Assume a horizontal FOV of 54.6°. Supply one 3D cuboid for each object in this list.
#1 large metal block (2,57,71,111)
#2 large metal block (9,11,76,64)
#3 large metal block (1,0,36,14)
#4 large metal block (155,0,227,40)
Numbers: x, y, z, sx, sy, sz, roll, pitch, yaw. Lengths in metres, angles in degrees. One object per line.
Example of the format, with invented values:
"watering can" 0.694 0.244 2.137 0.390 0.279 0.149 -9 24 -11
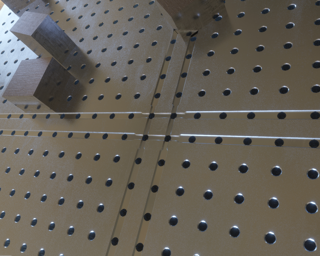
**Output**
"large metal block" -0.220 -0.077 0.557 0.080 0.050 0.080 2 63 29
"large metal block" -0.226 -0.175 0.601 0.080 0.080 0.050 22 74 36
"large metal block" -0.364 -0.358 0.805 0.080 0.050 0.080 -27 52 11
"large metal block" 0.045 -0.200 0.492 0.080 0.050 0.080 -34 51 6
